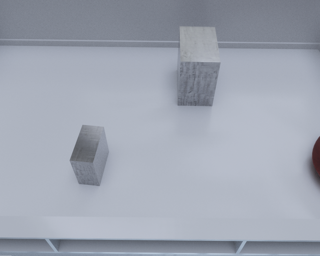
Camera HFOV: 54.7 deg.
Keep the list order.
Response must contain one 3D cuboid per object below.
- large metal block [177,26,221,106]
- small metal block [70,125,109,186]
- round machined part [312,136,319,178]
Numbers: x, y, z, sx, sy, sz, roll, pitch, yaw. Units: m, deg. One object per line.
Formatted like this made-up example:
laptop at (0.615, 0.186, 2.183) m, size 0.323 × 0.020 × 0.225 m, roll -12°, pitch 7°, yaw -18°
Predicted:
large metal block at (0.052, -0.088, 0.444) m, size 0.050 × 0.080 × 0.080 m, roll 1°, pitch 50°, yaw 1°
small metal block at (-0.080, 0.032, 0.361) m, size 0.025 × 0.050 × 0.050 m, roll 5°, pitch 50°, yaw 4°
round machined part at (0.223, 0.027, 0.345) m, size 0.098 × 0.042 × 0.098 m, roll -23°, pitch 42°, yaw 23°
